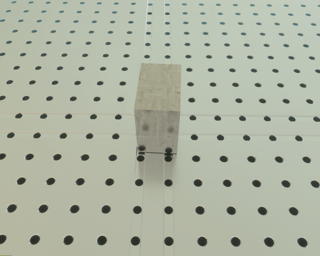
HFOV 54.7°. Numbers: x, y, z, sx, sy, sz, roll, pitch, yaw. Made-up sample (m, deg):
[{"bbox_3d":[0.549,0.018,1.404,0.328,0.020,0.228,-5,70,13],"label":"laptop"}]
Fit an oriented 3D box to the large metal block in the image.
[{"bbox_3d":[-0.001,-0.024,0.391,0.050,0.080,0.080,3,50,2],"label":"large metal block"}]
